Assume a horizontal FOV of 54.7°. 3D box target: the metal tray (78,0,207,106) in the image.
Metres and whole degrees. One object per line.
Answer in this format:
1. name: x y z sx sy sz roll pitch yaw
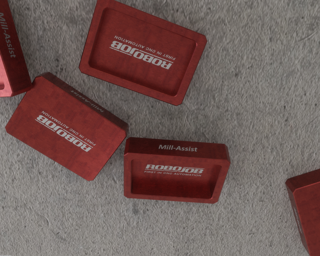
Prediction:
1. metal tray: -0.021 -0.090 0.373 0.131 0.030 0.089 19 109 -7

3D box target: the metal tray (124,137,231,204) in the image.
1. metal tray: 0.019 0.059 0.412 0.131 0.030 0.089 4 131 -2

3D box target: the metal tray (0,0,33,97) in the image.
1. metal tray: -0.205 -0.100 0.350 0.090 0.030 0.129 1 112 24

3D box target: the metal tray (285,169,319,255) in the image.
1. metal tray: 0.247 0.122 0.454 0.090 0.030 0.129 -20 109 7

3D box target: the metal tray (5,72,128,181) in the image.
1. metal tray: -0.119 0.000 0.406 0.130 0.030 0.090 34 106 -12
